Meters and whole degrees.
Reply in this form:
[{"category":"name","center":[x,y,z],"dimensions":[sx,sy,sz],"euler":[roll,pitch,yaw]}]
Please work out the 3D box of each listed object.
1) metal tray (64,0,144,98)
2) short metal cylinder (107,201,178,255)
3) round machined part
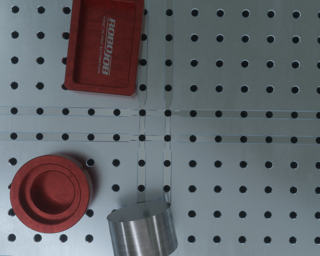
[{"category":"metal tray","center":[-0.071,-0.109,0.409],"dimensions":[0.091,0.030,0.129],"euler":[6,90,-1]},{"category":"short metal cylinder","center":[-0.022,0.127,0.386],"dimensions":[0.080,0.080,0.050],"euler":[-11,90,0]},{"category":"round machined part","center":[-0.136,0.082,0.403],"dimensions":[0.099,0.042,0.097],"euler":[0,90,-1]}]
